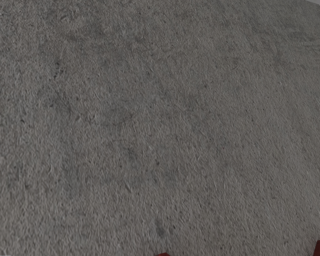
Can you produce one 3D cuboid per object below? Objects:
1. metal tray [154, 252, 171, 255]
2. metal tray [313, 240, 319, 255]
[{"bbox_3d":[0.027,0.196,0.295,0.130,0.030,0.090,38,51,-3],"label":"metal tray"},{"bbox_3d":[0.231,0.218,0.391,0.090,0.030,0.131,43,51,1],"label":"metal tray"}]
